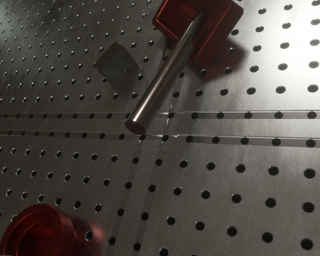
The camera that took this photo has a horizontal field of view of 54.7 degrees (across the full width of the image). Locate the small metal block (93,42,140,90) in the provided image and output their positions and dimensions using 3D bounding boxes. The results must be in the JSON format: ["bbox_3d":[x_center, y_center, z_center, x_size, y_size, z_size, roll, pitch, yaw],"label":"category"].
[{"bbox_3d":[-0.068,-0.097,0.485,0.025,0.050,0.050,34,81,38],"label":"small metal block"}]

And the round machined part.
[{"bbox_3d":[-0.146,0.147,0.382,0.098,0.042,0.098,-13,56,20],"label":"round machined part"}]

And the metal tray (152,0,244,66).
[{"bbox_3d":[0.049,-0.163,0.453,0.090,0.030,0.130,-56,48,22],"label":"metal tray"}]

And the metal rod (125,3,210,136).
[{"bbox_3d":[0.036,-0.111,0.413,0.025,0.025,0.301,7,52,31],"label":"metal rod"}]
